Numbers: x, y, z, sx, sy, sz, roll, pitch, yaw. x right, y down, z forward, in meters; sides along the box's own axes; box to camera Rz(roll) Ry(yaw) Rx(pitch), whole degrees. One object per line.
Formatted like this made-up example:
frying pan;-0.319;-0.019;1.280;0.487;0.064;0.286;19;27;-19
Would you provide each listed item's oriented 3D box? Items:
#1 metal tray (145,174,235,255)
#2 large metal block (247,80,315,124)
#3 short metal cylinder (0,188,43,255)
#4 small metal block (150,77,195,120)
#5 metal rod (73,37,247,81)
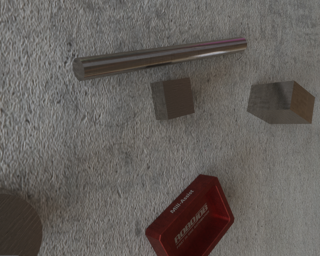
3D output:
metal tray;0.048;0.140;0.444;0.131;0.030;0.090;-38;114;-34
large metal block;0.216;-0.042;0.554;0.080;0.080;0.050;21;77;-38
short metal cylinder;-0.150;0.092;0.264;0.081;0.050;0.079;0;90;-40
small metal block;0.018;-0.040;0.422;0.050;0.025;0.050;-16;100;-39
metal rod;0.024;-0.102;0.426;0.302;0.025;0.025;-19;103;-39
